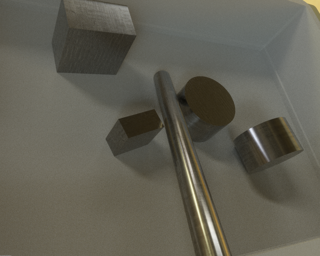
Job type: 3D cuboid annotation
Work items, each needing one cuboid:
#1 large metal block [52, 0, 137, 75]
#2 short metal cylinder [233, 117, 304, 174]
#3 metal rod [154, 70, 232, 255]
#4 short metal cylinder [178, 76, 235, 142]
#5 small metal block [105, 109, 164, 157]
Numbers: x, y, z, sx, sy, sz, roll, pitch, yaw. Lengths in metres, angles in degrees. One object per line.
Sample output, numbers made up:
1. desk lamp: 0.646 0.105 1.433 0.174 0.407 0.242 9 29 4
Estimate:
1. large metal block: -0.087 -0.113 0.394 0.081 0.080 0.050 -3 64 -30
2. short metal cylinder: 0.152 0.026 0.439 0.081 0.080 0.050 -9 67 -32
3. metal rod: 0.021 0.012 0.334 0.025 0.025 0.300 17 31 -19
4. short metal cylinder: 0.058 -0.026 0.439 0.081 0.050 0.080 14 56 -21
5. small metal block: -0.031 0.006 0.371 0.050 0.050 0.025 -18 72 -35
